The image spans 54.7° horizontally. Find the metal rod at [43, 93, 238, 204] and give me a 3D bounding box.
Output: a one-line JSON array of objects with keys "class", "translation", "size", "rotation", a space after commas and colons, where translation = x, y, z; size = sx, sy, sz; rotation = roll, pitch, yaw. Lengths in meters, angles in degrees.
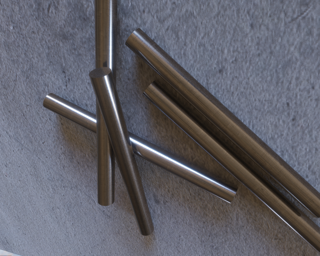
[{"class": "metal rod", "translation": [-0.035, 0.024, 0.438], "size": [0.301, 0.025, 0.025], "rotation": [26, 127, 11]}]

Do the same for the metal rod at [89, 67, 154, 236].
[{"class": "metal rod", "translation": [-0.044, 0.055, 0.433], "size": [0.025, 0.025, 0.298], "rotation": [9, 131, 23]}]

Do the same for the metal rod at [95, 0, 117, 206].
[{"class": "metal rod", "translation": [-0.070, -0.026, 0.401], "size": [0.025, 0.025, 0.298], "rotation": [14, 117, 20]}]

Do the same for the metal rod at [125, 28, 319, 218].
[{"class": "metal rod", "translation": [0.080, -0.005, 0.361], "size": [0.300, 0.025, 0.025], "rotation": [42, 129, -2]}]

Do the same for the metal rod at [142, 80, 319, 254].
[{"class": "metal rod", "translation": [0.098, 0.050, 0.385], "size": [0.300, 0.025, 0.025], "rotation": [42, 129, -1]}]
